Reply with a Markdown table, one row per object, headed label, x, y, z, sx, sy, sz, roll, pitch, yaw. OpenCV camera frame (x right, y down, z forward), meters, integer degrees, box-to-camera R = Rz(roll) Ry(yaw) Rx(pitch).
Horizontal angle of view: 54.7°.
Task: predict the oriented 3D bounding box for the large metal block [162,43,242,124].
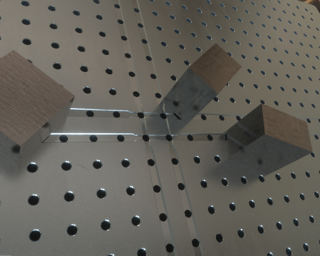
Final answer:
| label | x | y | z | sx | sy | sz | roll | pitch | yaw |
| --- | --- | --- | --- | --- | --- | --- | --- | --- | --- |
| large metal block | 0.059 | -0.063 | 0.446 | 0.050 | 0.080 | 0.080 | 43 | 51 | 1 |

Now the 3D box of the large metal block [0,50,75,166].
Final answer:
| label | x | y | z | sx | sy | sz | roll | pitch | yaw |
| --- | --- | --- | --- | --- | --- | --- | --- | --- | --- |
| large metal block | -0.151 | -0.021 | 0.324 | 0.080 | 0.050 | 0.080 | 38 | 51 | -4 |

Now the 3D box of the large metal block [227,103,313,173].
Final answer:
| label | x | y | z | sx | sy | sz | roll | pitch | yaw |
| --- | --- | --- | --- | --- | --- | --- | --- | --- | --- |
| large metal block | 0.154 | 0.018 | 0.447 | 0.081 | 0.080 | 0.050 | 19 | 54 | -18 |
